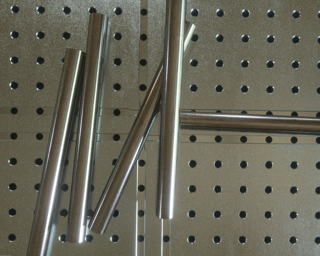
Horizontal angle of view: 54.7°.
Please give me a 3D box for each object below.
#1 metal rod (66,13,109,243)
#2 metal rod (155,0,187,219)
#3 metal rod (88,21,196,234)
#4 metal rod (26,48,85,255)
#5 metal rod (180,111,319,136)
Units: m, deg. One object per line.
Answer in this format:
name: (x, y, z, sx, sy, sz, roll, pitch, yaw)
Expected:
metal rod: (-0.097, 0.000, 0.412, 0.025, 0.025, 0.298, 6, 90, -1)
metal rod: (0.014, -0.031, 0.394, 0.025, 0.025, 0.298, 3, 98, -1)
metal rod: (-0.024, -0.002, 0.413, 0.025, 0.025, 0.299, 24, 90, -1)
metal rod: (-0.140, 0.044, 0.411, 0.025, 0.025, 0.298, 11, 90, -1)
metal rod: (0.178, -0.004, 0.415, 0.302, 0.025, 0.025, 3, 90, -1)
